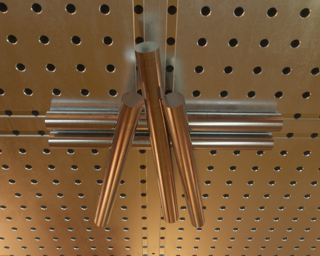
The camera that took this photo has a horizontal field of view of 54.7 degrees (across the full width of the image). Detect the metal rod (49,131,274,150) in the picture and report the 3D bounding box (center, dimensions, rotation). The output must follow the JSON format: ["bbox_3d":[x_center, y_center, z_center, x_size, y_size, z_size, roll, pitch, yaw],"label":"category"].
[{"bbox_3d":[0.003,0.018,0.427,0.302,0.025,0.025,1,130,-1],"label":"metal rod"}]

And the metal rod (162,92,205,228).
[{"bbox_3d":[0.041,0.068,0.446,0.025,0.025,0.299,-8,137,6],"label":"metal rod"}]

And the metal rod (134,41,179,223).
[{"bbox_3d":[0.002,0.031,0.406,0.025,0.025,0.298,-5,130,4],"label":"metal rod"}]

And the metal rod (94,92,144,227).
[{"bbox_3d":[-0.066,0.067,0.443,0.025,0.025,0.298,11,136,-10],"label":"metal rod"}]

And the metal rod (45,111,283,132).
[{"bbox_3d":[0.006,-0.009,0.405,0.302,0.025,0.025,1,130,-1],"label":"metal rod"}]
